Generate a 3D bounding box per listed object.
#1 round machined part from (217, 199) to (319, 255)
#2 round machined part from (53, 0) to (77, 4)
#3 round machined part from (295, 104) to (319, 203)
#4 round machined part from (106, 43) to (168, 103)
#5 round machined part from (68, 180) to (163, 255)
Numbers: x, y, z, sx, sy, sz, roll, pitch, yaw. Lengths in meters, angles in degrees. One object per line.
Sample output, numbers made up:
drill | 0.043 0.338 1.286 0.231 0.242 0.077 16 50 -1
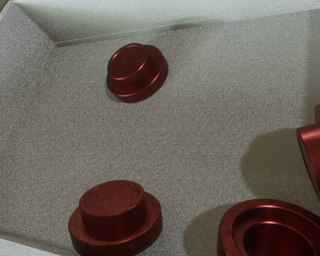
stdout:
round machined part | 0.097 0.107 0.258 0.099 0.042 0.098 1 27 0
round machined part | -0.208 -0.323 0.706 0.098 0.042 0.098 -13 56 21
round machined part | 0.148 0.027 0.264 0.042 0.098 0.098 -18 55 18
round machined part | -0.041 -0.090 0.471 0.098 0.042 0.098 -13 56 21
round machined part | -0.048 0.090 0.331 0.099 0.042 0.098 -6 20 2
